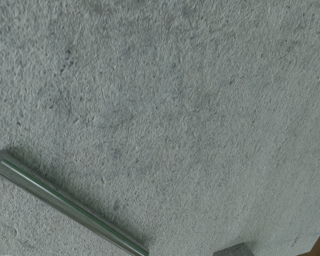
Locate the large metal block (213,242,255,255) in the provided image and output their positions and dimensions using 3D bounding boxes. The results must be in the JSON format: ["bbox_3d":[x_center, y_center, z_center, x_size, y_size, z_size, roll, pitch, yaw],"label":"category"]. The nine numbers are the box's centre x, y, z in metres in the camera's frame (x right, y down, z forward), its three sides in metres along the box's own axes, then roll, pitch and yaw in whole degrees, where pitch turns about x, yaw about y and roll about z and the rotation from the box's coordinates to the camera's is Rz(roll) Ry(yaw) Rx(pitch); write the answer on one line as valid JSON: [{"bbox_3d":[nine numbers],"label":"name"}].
[{"bbox_3d":[0.155,0.304,0.667,0.081,0.050,0.079,-8,122,-25],"label":"large metal block"}]

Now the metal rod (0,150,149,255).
[{"bbox_3d":[-0.102,0.123,0.428,0.025,0.025,0.300,-40,130,-1],"label":"metal rod"}]
